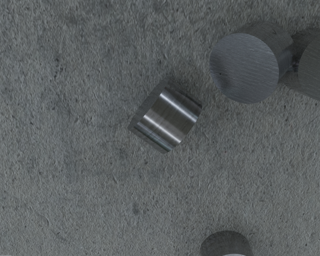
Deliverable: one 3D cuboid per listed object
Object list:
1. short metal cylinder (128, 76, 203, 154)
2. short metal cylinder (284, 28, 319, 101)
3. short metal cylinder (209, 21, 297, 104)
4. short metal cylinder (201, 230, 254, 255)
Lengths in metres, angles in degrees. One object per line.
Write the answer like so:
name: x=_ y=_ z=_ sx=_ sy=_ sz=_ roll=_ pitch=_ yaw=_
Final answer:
short metal cylinder: x=0.006 y=-0.016 z=0.375 sx=0.050 sy=0.080 sz=0.080 roll=37 pitch=106 yaw=-13
short metal cylinder: x=0.189 y=-0.076 z=0.366 sx=0.081 sy=0.050 sz=0.079 roll=-2 pitch=109 yaw=-5
short metal cylinder: x=0.104 y=-0.074 z=0.348 sx=0.080 sy=0.050 sz=0.079 roll=25 pitch=134 yaw=30
short metal cylinder: x=0.105 y=0.206 z=0.473 sx=0.081 sy=0.050 sz=0.079 roll=0 pitch=110 yaw=0
